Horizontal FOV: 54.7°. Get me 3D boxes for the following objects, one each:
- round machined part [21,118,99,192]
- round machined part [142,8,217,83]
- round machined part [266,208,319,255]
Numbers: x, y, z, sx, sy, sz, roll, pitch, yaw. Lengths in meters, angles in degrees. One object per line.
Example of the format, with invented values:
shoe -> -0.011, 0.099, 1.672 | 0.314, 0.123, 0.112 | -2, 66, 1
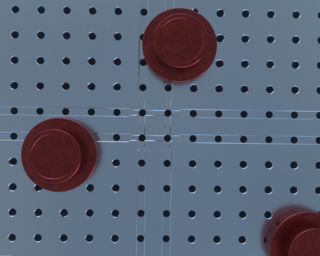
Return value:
round machined part -> -0.132, 0.035, 0.403 | 0.099, 0.042, 0.097 | 0, 90, -1
round machined part -> 0.026, -0.109, 0.405 | 0.099, 0.042, 0.097 | 0, 90, -1
round machined part -> 0.195, 0.159, 0.408 | 0.099, 0.042, 0.097 | 0, 90, -1
